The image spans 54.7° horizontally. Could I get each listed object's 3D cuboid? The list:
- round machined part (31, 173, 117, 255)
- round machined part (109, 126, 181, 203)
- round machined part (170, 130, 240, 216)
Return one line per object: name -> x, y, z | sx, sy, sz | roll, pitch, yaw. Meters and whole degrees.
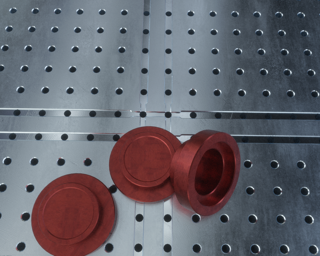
round machined part -> -0.102, 0.101, 0.364 | 0.099, 0.042, 0.098 | 0, 70, -1
round machined part -> -0.014, 0.043, 0.387 | 0.099, 0.042, 0.098 | 0, 70, -1
round machined part -> 0.050, 0.050, 0.366 | 0.042, 0.098, 0.098 | 13, 65, 45
